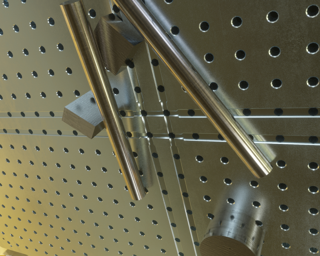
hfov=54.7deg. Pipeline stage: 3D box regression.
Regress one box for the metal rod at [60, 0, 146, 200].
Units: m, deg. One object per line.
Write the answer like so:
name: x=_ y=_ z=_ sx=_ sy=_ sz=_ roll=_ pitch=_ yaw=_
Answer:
metal rod: x=-0.065 y=-0.015 z=0.415 sx=0.025 sy=0.025 sz=0.298 roll=4 pitch=127 yaw=26

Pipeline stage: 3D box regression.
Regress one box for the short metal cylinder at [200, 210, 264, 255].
short metal cylinder: x=0.103 y=0.165 z=0.443 sx=0.080 sy=0.050 sz=0.079 roll=13 pitch=124 yaw=21

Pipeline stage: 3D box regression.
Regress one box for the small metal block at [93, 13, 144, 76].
small metal block: x=-0.056 y=-0.102 z=0.378 sx=0.050 sy=0.025 sz=0.050 roll=41 pitch=129 yaw=-1

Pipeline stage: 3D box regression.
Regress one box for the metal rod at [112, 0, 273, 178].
metal rod: x=0.031 y=-0.061 z=0.357 sx=0.025 sy=0.025 sz=0.300 roll=-34 pitch=100 yaw=38

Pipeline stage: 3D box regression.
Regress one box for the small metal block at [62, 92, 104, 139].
small metal block: x=-0.100 y=-0.018 z=0.437 sx=0.050 sy=0.050 sz=0.025 roll=32 pitch=129 yaw=7
